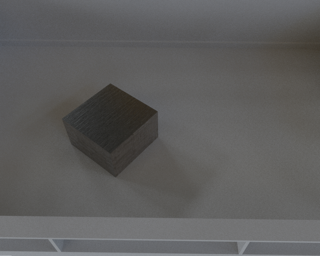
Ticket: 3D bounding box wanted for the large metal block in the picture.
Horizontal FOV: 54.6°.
[{"bbox_3d":[-0.059,0.001,0.388,0.080,0.050,0.080,32,57,24],"label":"large metal block"}]
